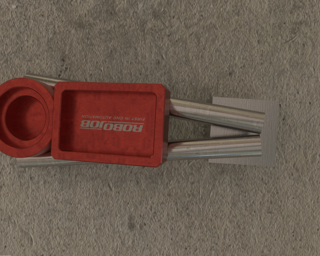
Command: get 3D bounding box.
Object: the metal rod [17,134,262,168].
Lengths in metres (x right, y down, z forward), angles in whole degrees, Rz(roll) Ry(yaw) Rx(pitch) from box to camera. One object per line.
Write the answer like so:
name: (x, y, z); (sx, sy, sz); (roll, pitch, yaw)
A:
metal rod: (-0.034, 0.030, 0.379); (0.301, 0.025, 0.025); (-4, 90, 12)

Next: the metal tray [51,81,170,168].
metal tray: (-0.057, -0.006, 0.356); (0.131, 0.030, 0.089); (3, 90, 12)

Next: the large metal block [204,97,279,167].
large metal block: (0.101, 0.004, 0.398); (0.081, 0.050, 0.079); (4, 90, -1)

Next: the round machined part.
round machined part: (-0.166, -0.012, 0.395); (0.098, 0.042, 0.097); (0, 90, 10)

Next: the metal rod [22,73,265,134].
metal rod: (-0.030, -0.033, 0.378); (0.301, 0.025, 0.025); (11, 90, 12)
